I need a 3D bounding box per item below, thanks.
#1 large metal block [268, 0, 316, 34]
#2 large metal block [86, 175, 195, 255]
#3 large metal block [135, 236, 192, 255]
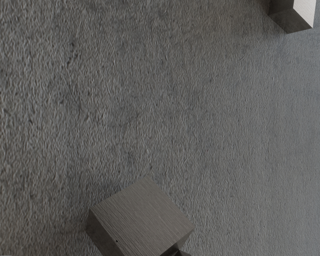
[{"bbox_3d":[0.260,-0.244,0.606,0.080,0.050,0.080,19,78,-39],"label":"large metal block"},{"bbox_3d":[-0.023,0.112,0.341,0.081,0.080,0.050,-25,148,-37],"label":"large metal block"},{"bbox_3d":[0.007,0.189,0.375,0.050,0.080,0.080,-34,111,-35],"label":"large metal block"}]
